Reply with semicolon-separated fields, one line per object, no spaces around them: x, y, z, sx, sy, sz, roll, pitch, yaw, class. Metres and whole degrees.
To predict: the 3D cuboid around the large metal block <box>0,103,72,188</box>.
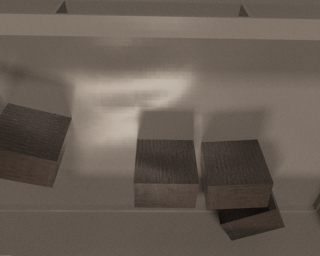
-0.163;0.021;0.388;0.081;0.080;0.050;14;129;-12;large metal block

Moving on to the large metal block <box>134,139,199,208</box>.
0.007;0.061;0.425;0.081;0.080;0.050;1;130;-2;large metal block

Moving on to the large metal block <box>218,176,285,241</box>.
0.132;0.114;0.472;0.080;0.080;0.050;-22;127;17;large metal block

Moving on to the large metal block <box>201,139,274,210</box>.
0.101;0.063;0.428;0.080;0.080;0.050;-3;130;2;large metal block
